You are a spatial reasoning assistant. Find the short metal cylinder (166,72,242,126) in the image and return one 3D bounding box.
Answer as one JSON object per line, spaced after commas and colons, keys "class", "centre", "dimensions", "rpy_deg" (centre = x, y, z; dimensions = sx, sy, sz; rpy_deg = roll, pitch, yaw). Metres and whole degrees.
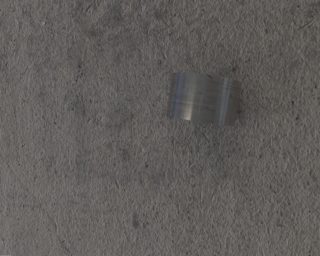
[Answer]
{"class": "short metal cylinder", "centre": [0.050, -0.033, 0.362], "dimensions": [0.080, 0.080, 0.050], "rpy_deg": [10, 94, 20]}
